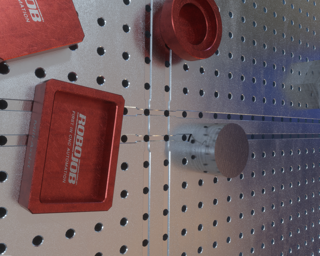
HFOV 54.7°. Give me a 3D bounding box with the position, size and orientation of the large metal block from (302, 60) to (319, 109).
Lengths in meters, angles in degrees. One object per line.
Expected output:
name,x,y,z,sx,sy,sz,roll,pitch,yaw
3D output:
large metal block,0.376,-0.101,0.708,0.080,0.050,0.080,50,61,-29

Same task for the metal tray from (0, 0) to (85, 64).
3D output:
metal tray,-0.137,-0.134,0.291,0.091,0.030,0.129,-28,108,-36

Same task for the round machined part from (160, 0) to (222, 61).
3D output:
round machined part,0.039,-0.142,0.430,0.099,0.042,0.097,0,90,-40

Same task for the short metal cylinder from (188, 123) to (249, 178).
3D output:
short metal cylinder,0.089,0.033,0.468,0.081,0.050,0.079,0,90,-40

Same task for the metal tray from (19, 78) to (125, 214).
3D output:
metal tray,-0.090,0.021,0.330,0.091,0.030,0.129,11,83,-40
